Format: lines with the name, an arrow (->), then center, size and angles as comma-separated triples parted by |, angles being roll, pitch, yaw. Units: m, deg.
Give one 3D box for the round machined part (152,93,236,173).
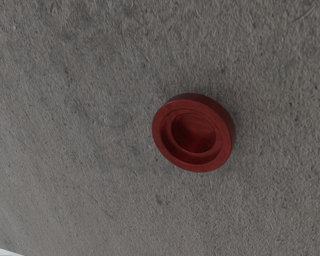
round machined part -> 0.043, 0.002, 0.375 | 0.098, 0.042, 0.097 | 13, 124, 21
